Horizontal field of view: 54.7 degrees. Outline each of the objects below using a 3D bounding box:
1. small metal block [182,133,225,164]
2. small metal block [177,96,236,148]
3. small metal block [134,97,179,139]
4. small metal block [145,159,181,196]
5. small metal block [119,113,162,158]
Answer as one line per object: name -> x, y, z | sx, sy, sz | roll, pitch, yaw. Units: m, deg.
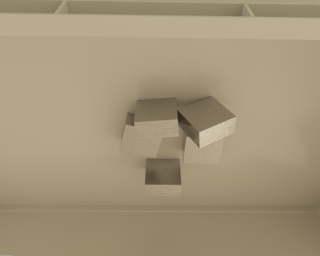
small metal block -> 0.059, 0.023, 0.429 | 0.050, 0.025, 0.050 | 2, 130, -2
small metal block -> 0.056, -0.008, 0.375 | 0.050, 0.050, 0.025 | -22, 132, -17
small metal block -> -0.003, -0.013, 0.380 | 0.050, 0.050, 0.025 | -4, 126, 3
small metal block -> 0.004, 0.072, 0.453 | 0.050, 0.050, 0.025 | 1, 130, -1
small metal block -> -0.025, 0.011, 0.418 | 0.050, 0.025, 0.050 | 11, 130, -9
